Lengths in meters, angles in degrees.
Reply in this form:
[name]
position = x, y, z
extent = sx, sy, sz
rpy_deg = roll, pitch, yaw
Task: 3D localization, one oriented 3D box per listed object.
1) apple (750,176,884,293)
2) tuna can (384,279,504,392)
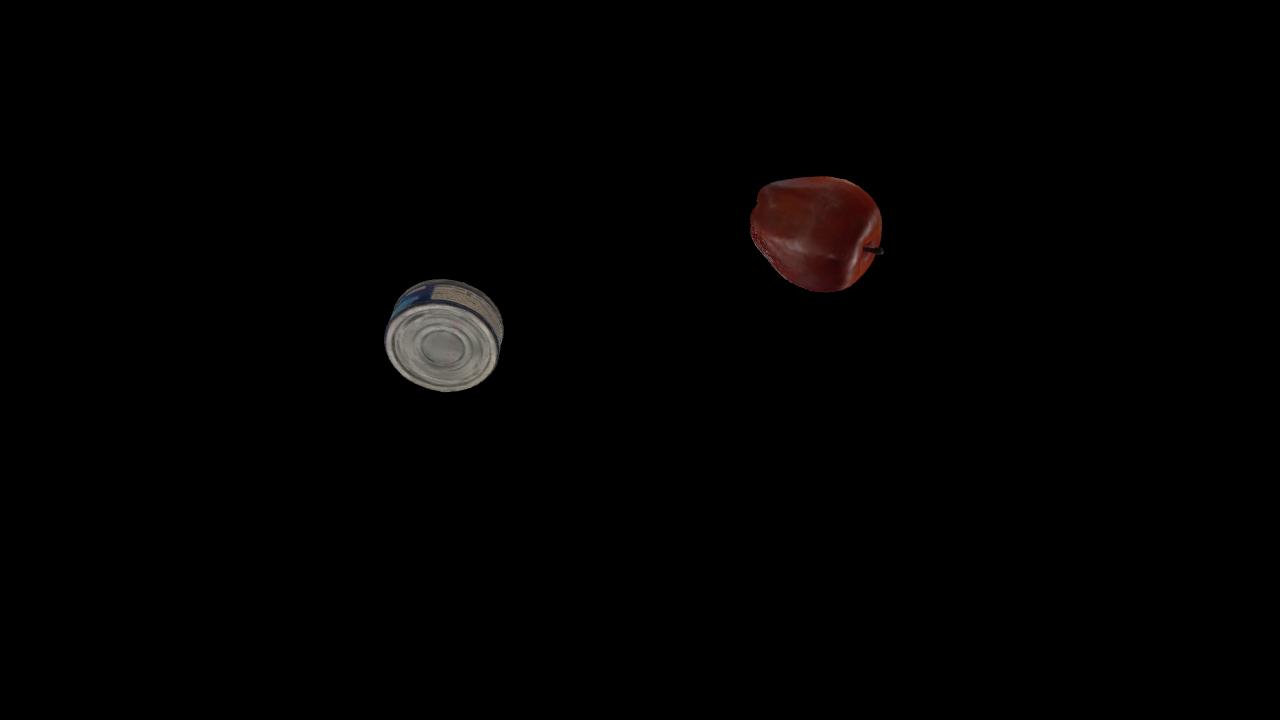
[apple]
position = 0.125, -0.090, 0.433
extent = 0.093, 0.079, 0.079
rpy_deg = 28, 12, 23
[tuna can]
position = -0.147, -0.016, 0.465
extent = 0.084, 0.084, 0.034
rpy_deg = 0, 37, -6
